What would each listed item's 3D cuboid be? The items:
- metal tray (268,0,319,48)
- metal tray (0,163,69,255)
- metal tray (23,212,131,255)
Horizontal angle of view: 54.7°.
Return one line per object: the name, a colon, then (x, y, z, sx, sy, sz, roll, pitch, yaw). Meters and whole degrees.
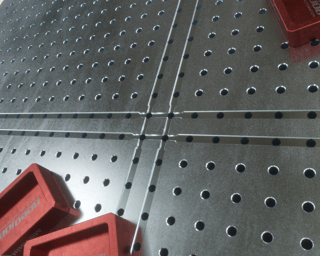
metal tray: (0.197, -0.175, 0.408, 0.090, 0.030, 0.130, -18, 55, 17)
metal tray: (-0.198, 0.124, 0.430, 0.130, 0.030, 0.090, -43, 51, -3)
metal tray: (-0.097, 0.161, 0.355, 0.130, 0.030, 0.090, -22, 54, 14)
